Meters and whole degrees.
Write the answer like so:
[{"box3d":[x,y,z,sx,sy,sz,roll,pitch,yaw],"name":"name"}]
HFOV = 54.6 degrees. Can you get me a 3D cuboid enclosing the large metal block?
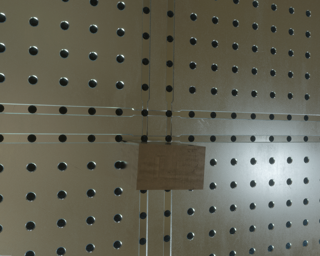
[{"box3d":[0.000,0.044,0.383,0.081,0.080,0.050,4,89,-20],"name":"large metal block"}]
